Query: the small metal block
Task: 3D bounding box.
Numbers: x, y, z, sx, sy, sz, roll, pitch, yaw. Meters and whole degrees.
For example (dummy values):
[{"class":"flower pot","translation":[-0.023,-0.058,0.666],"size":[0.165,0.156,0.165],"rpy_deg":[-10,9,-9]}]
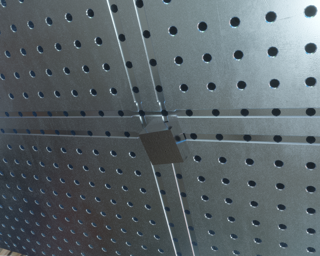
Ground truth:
[{"class":"small metal block","translation":[0.006,0.021,0.420],"size":[0.050,0.025,0.050],"rpy_deg":[-10,114,32]}]
